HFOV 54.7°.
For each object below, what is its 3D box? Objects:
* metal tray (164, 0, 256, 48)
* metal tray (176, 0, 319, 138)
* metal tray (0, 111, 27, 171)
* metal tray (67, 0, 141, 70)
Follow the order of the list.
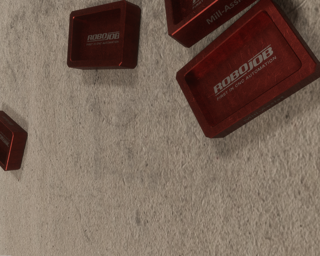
[{"bbox_3d":[0.063,-0.157,0.329,0.130,0.030,0.090,-29,52,36],"label":"metal tray"},{"bbox_3d":[0.087,-0.057,0.328,0.130,0.030,0.090,-37,67,33],"label":"metal tray"},{"bbox_3d":[-0.343,0.025,0.679,0.130,0.030,0.089,30,108,35],"label":"metal tray"},{"bbox_3d":[-0.089,-0.136,0.472,0.130,0.030,0.089,8,95,39],"label":"metal tray"}]
